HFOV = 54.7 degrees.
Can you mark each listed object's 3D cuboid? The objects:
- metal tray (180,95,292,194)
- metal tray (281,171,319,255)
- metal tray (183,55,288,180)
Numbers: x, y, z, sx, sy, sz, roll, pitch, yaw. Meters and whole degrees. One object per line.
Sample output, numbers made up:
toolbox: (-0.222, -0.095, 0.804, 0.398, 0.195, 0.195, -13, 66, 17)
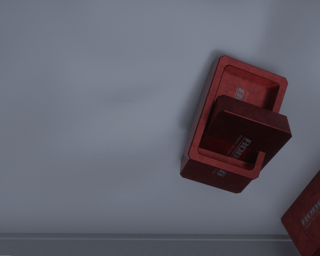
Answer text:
metal tray: (0.089, 0.026, 0.393, 0.091, 0.030, 0.129, 18, 133, -7)
metal tray: (0.230, 0.111, 0.420, 0.030, 0.090, 0.129, 27, 108, -10)
metal tray: (0.092, -0.012, 0.380, 0.091, 0.030, 0.129, 19, 87, -7)
